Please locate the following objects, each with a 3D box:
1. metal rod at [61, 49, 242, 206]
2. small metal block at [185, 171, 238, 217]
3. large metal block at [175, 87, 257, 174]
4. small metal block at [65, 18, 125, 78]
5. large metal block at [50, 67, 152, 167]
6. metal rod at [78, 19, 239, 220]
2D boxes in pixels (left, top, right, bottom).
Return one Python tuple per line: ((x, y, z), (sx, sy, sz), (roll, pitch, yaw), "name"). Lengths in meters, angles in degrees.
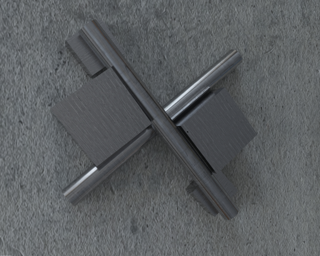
((0.000, -0.010, 0.411), (0.301, 0.025, 0.025), (-41, 103, -16), "metal rod")
((0.073, 0.087, 0.438), (0.050, 0.025, 0.050), (-45, 104, -15), "small metal block")
((0.070, 0.003, 0.423), (0.080, 0.050, 0.080), (-41, 103, -15), "large metal block")
((-0.080, -0.097, 0.381), (0.050, 0.025, 0.050), (-39, 103, -16), "small metal block")
((-0.071, -0.013, 0.369), (0.080, 0.050, 0.080), (-39, 103, -16), "large metal block")
((0.007, -0.001, 0.386), (0.025, 0.025, 0.300), (-41, 103, -15), "metal rod")
